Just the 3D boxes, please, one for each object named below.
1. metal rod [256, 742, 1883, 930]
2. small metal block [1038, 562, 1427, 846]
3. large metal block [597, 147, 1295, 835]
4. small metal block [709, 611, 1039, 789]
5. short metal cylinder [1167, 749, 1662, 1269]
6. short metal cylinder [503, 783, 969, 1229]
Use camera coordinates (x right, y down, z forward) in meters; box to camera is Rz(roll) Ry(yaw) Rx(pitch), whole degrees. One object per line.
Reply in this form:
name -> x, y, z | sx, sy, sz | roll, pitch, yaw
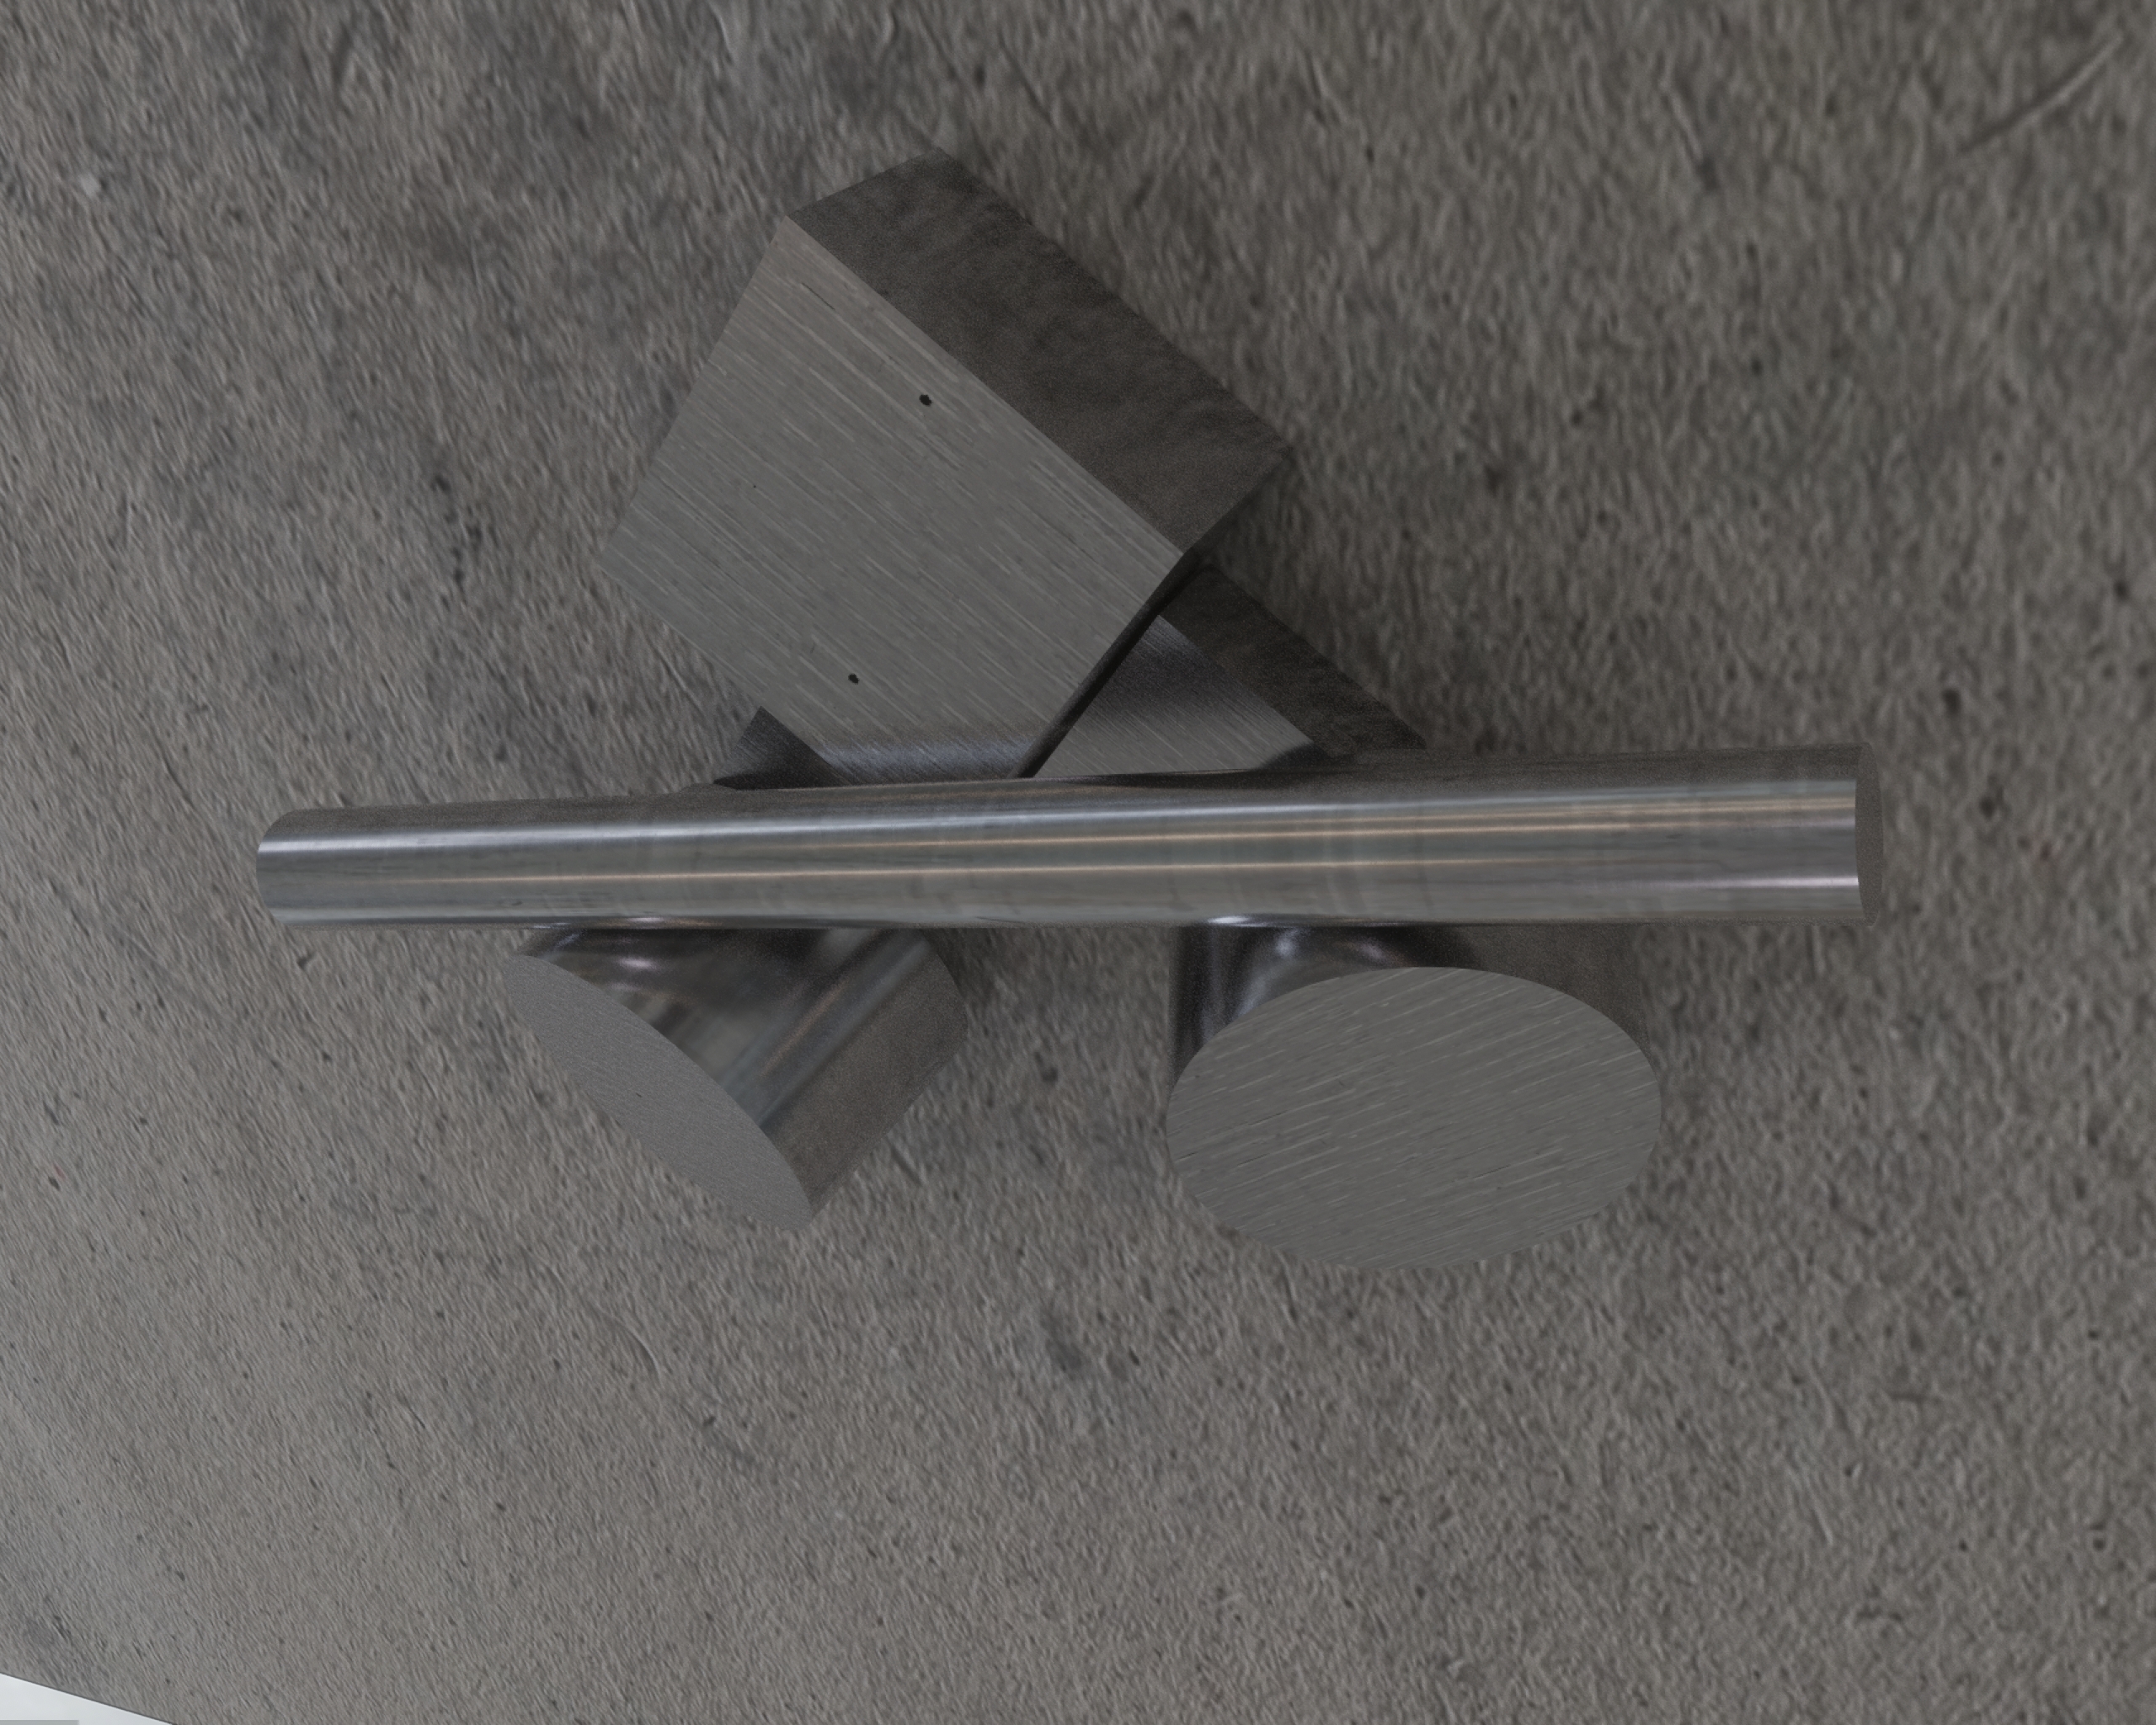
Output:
metal rod -> -0.025, -0.001, 0.354 | 0.300, 0.025, 0.025 | -1, 118, 28
small metal block -> 0.026, -0.018, 0.383 | 0.050, 0.025, 0.050 | 40, 129, 1
large metal block -> -0.024, -0.062, 0.364 | 0.080, 0.050, 0.080 | 41, 129, 0
small metal block -> -0.038, -0.020, 0.416 | 0.050, 0.025, 0.050 | 40, 128, 1
short metal cylinder -> 0.056, 0.027, 0.361 | 0.080, 0.050, 0.080 | 1, 135, 2
short metal cylinder -> -0.070, 0.030, 0.429 | 0.080, 0.050, 0.080 | 31, 153, 19
